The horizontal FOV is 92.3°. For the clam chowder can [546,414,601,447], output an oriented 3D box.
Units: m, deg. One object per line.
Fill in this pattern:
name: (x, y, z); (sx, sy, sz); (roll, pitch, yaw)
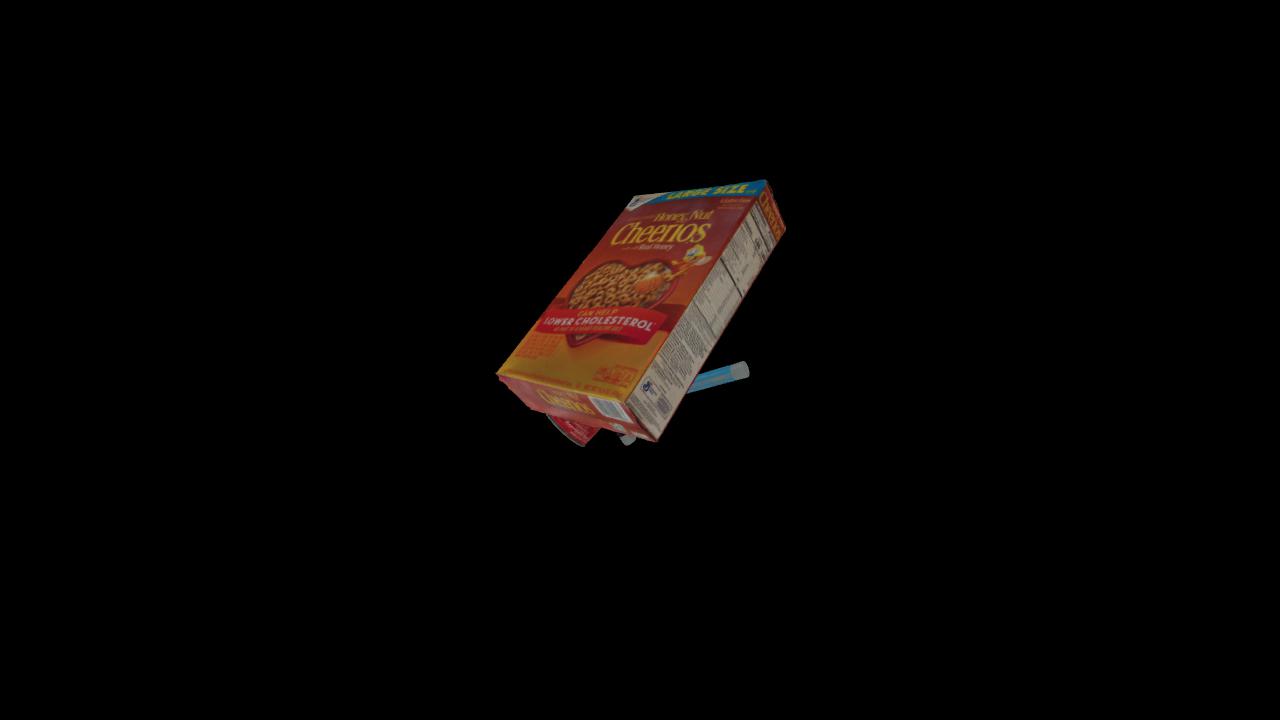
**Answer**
clam chowder can: (-0.057, 0.045, 0.743); (0.068, 0.102, 0.068); (44, 1, -1)

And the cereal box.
cereal box: (0.004, -0.068, 0.680); (0.203, 0.306, 0.081); (9, -33, 44)

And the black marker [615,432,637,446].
black marker: (-0.044, 0.055, 0.764); (0.020, 0.121, 0.020); (-31, 18, 11)

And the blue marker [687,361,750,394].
blue marker: (0.064, 0.026, 0.696); (0.121, 0.020, 0.020); (-18, -8, 27)
